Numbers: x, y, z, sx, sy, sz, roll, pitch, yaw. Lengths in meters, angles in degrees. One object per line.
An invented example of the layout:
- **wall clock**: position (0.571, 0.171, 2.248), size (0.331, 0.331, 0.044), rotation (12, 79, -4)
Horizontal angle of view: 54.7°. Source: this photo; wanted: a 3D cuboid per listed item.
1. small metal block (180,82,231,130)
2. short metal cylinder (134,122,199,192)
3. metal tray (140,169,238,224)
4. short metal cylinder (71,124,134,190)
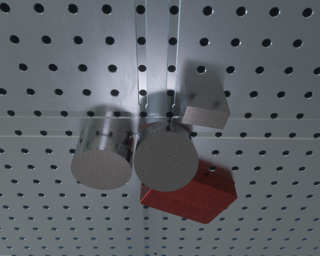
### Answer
- **small metal block**: position (0.052, -0.027, 0.372), size (0.050, 0.050, 0.025), rotation (9, 130, -8)
- **short metal cylinder**: position (0.007, 0.036, 0.407), size (0.081, 0.050, 0.079), rotation (0, 105, -1)
- **metal tray**: position (0.045, 0.104, 0.497), size (0.131, 0.030, 0.089), rotation (22, 127, -18)
- **short metal cylinder**: position (-0.077, 0.041, 0.429), size (0.080, 0.050, 0.079), rotation (0, 130, 0)
